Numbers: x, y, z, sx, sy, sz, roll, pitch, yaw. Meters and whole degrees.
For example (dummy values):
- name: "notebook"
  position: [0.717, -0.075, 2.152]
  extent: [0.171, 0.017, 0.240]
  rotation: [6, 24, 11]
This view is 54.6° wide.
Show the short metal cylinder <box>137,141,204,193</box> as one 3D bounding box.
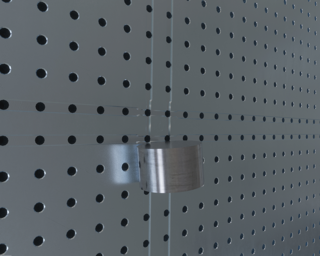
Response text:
- name: "short metal cylinder"
  position: [0.013, 0.045, 0.383]
  extent: [0.081, 0.080, 0.050]
  rotation: [-7, 94, -40]
